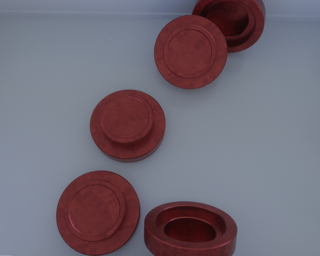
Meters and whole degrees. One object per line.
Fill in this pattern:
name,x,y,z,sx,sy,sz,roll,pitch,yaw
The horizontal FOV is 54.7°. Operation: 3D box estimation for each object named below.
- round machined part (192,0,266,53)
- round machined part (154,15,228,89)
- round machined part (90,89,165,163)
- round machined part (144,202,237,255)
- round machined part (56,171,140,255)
round machined part,0.096,-0.157,0.432,0.098,0.097,0.042,16,56,5
round machined part,0.041,-0.101,0.414,0.099,0.042,0.097,1,101,8
round machined part,-0.042,-0.007,0.403,0.099,0.042,0.098,0,70,-1
round machined part,0.032,0.121,0.336,0.099,0.098,0.042,2,103,0
round machined part,-0.073,0.098,0.364,0.099,0.042,0.098,0,70,-1
